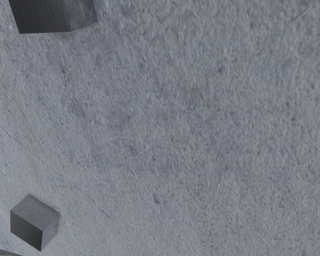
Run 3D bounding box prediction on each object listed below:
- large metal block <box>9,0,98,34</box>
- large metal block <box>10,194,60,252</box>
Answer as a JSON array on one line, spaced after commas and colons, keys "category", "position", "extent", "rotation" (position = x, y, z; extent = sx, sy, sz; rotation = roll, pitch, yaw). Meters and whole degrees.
[{"category": "large metal block", "position": [-0.129, -0.157, 0.359], "extent": [0.080, 0.050, 0.079], "rotation": [6, 121, 25]}, {"category": "large metal block", "position": [-0.262, 0.199, 0.649], "extent": [0.080, 0.050, 0.079], "rotation": [28, 128, 10]}]
